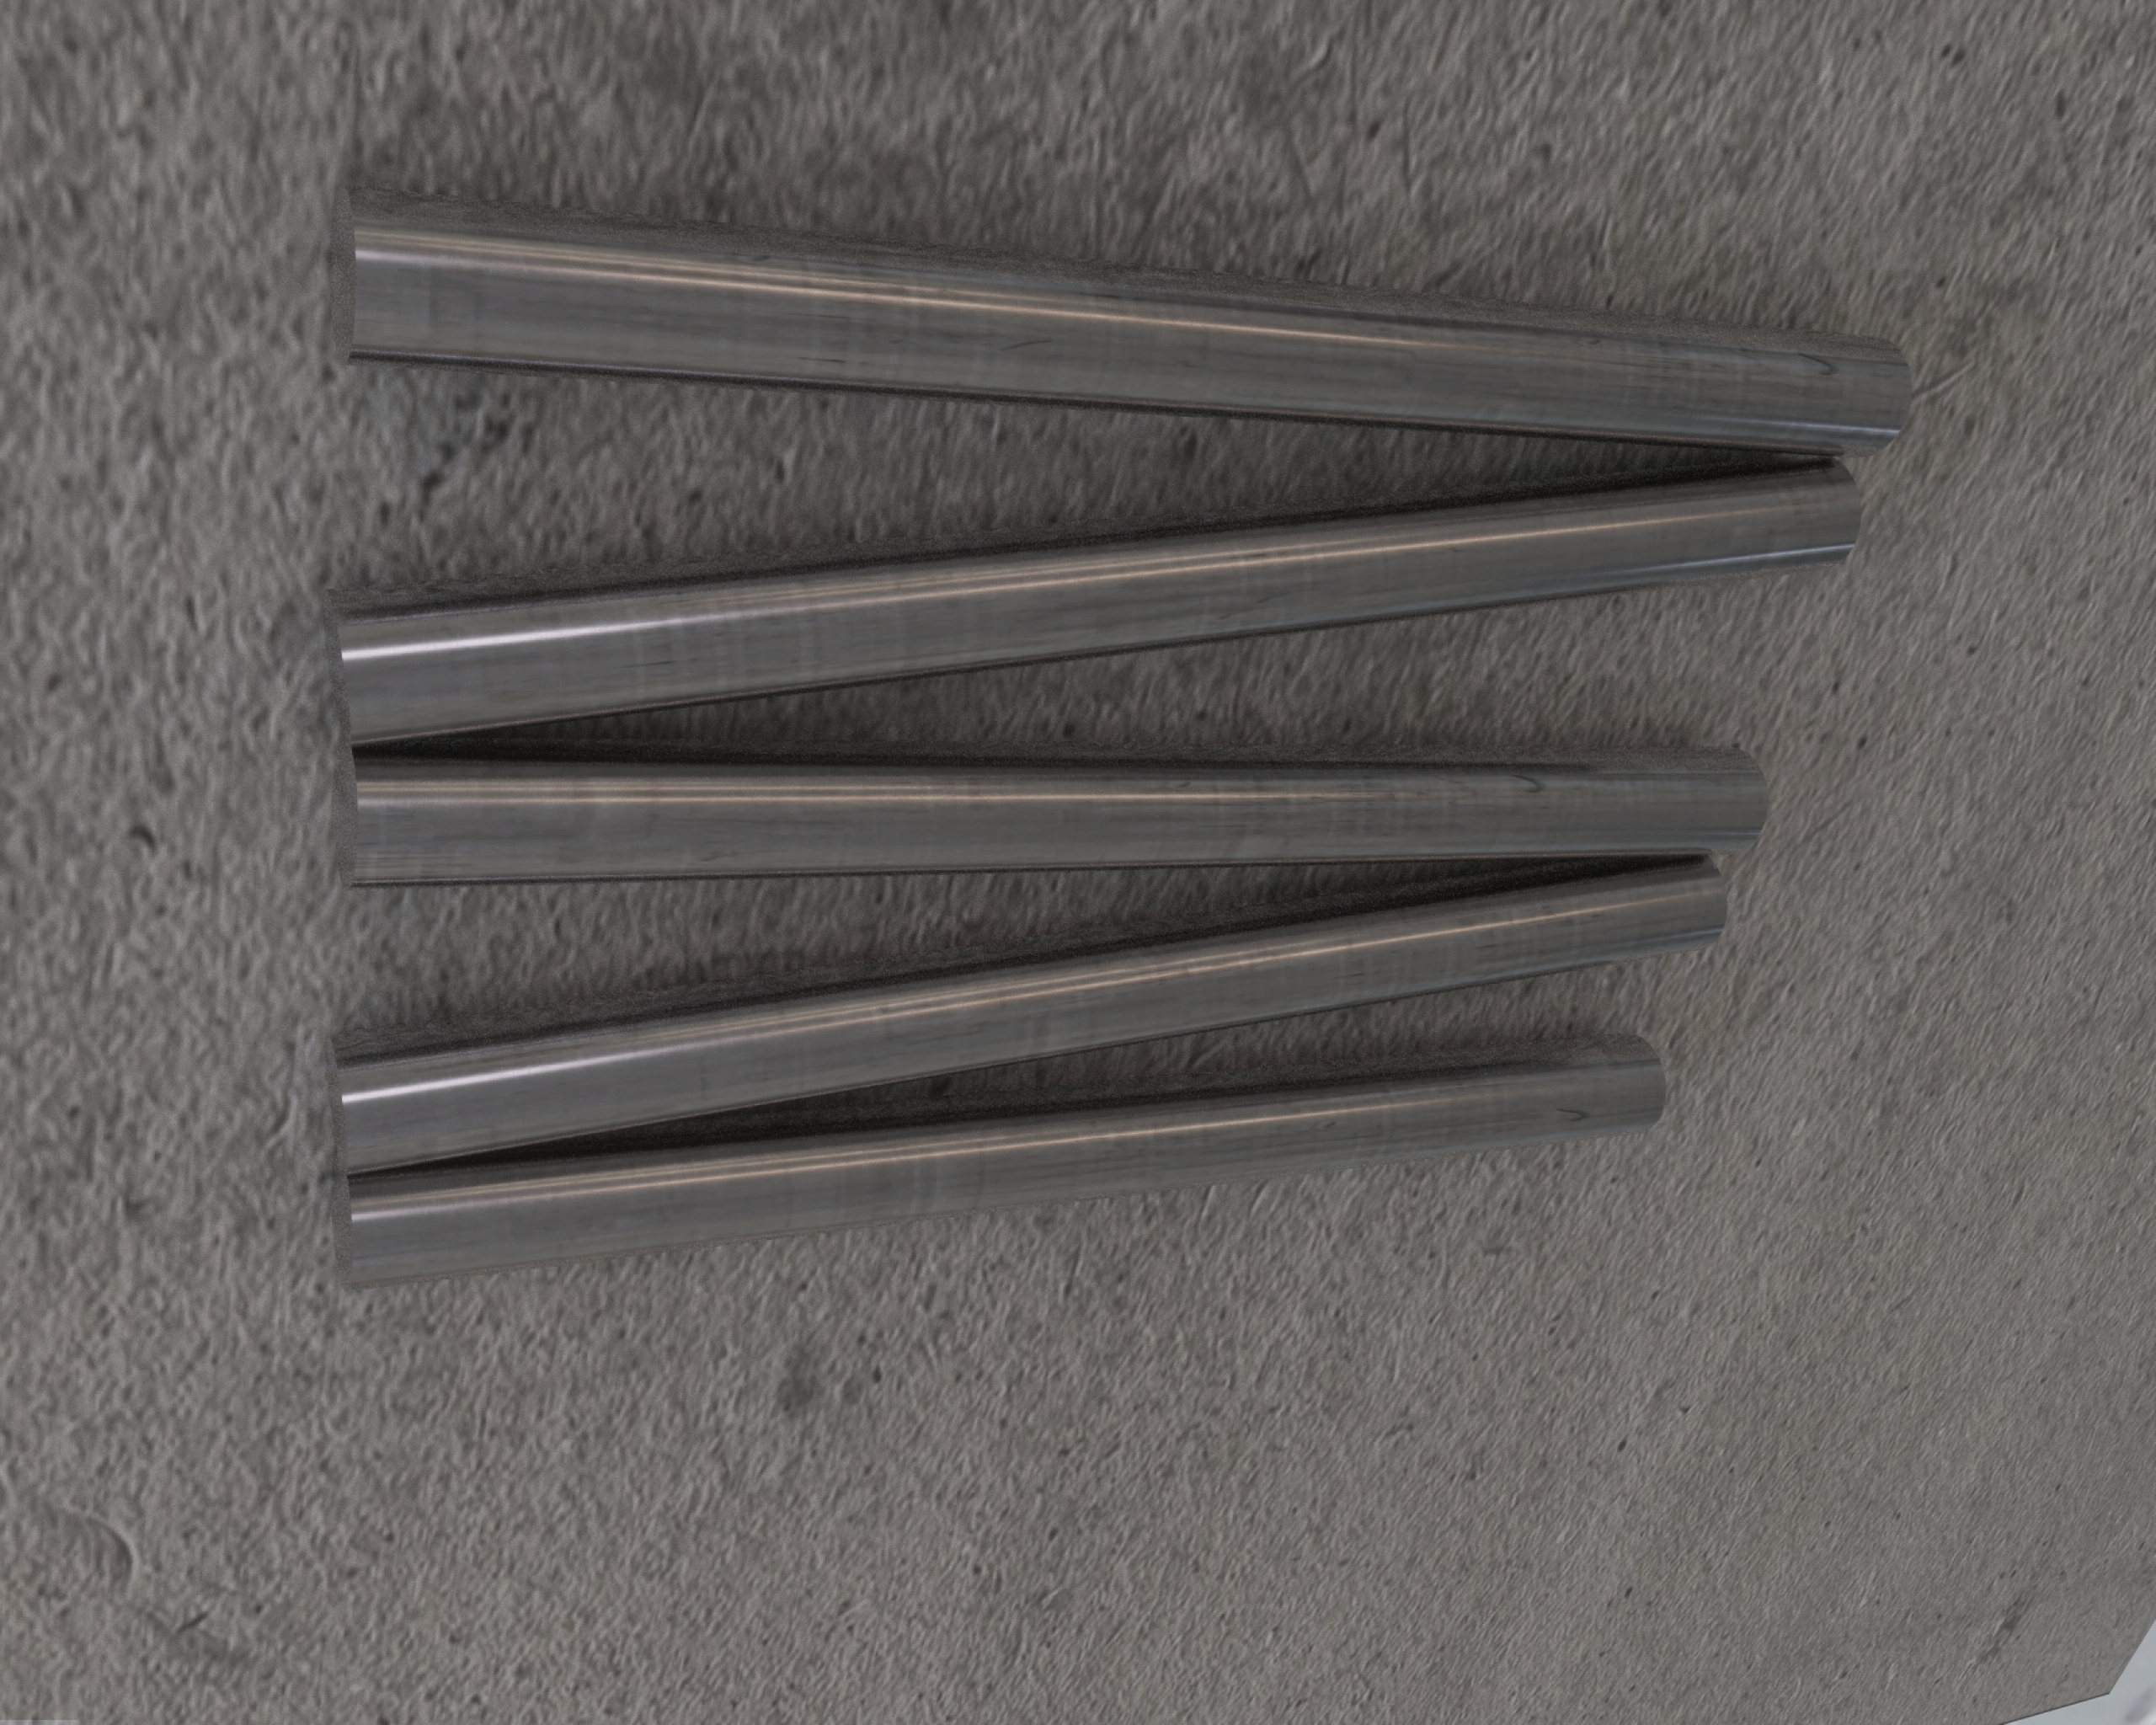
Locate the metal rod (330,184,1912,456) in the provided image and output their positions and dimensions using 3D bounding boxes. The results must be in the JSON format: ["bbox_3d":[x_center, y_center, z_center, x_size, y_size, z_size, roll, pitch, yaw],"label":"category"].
[{"bbox_3d":[0.030,-0.090,0.366,0.303,0.025,0.025,-3,120,-27],"label":"metal rod"}]

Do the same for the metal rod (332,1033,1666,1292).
[{"bbox_3d":[0.002,0.059,0.444,0.303,0.025,0.025,-2,120,-28],"label":"metal rod"}]

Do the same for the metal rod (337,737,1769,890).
[{"bbox_3d":[0.015,-0.011,0.407,0.303,0.025,0.025,-1,119,-28],"label":"metal rod"}]

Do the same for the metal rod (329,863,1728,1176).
[{"bbox_3d":[0.008,0.025,0.426,0.303,0.025,0.025,-7,122,-25],"label":"metal rod"}]

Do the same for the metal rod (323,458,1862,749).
[{"bbox_3d":[0.021,-0.052,0.385,0.303,0.025,0.025,-9,123,-24],"label":"metal rod"}]
